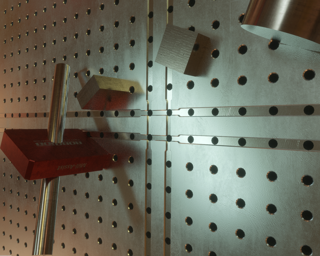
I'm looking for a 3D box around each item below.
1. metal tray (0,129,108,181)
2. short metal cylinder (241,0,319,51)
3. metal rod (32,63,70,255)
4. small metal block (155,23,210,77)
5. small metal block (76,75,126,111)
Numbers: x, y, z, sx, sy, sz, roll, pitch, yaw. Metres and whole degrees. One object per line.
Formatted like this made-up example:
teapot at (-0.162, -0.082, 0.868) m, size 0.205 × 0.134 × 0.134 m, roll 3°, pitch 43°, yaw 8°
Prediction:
metal tray at (-0.157, 0.035, 0.471) m, size 0.090 × 0.131 × 0.030 m, roll 34°, pitch 111°, yaw 35°
short metal cylinder at (0.120, -0.104, 0.275) m, size 0.080 × 0.081 × 0.050 m, roll 29°, pitch 108°, yaw 36°
metal rod at (-0.160, 0.031, 0.468) m, size 0.025 × 0.025 × 0.299 m, roll -24°, pitch 58°, yaw 37°
small metal block at (0.027, -0.098, 0.387) m, size 0.050 × 0.025 × 0.050 m, roll 31°, pitch 109°, yaw 35°
small metal block at (-0.089, -0.052, 0.466) m, size 0.050 × 0.050 × 0.025 m, roll -41°, pitch 65°, yaw 32°
